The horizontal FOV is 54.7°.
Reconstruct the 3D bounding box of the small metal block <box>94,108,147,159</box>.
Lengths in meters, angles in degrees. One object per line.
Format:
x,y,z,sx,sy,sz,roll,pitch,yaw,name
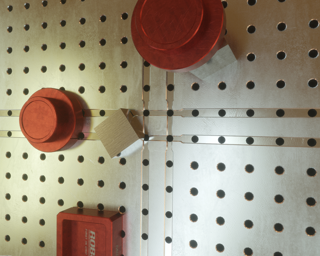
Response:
-0.056,0.007,0.432,0.050,0.025,0.050,-36,79,16,small metal block

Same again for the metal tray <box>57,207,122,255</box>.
-0.102,0.186,0.445,0.090,0.030,0.129,0,90,20,metal tray

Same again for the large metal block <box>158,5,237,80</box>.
0.045,-0.110,0.367,0.050,0.080,0.080,-29,81,18,large metal block

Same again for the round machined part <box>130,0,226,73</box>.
0.014,-0.108,0.313,0.098,0.042,0.097,0,90,20,round machined part

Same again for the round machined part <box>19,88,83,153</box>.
-0.169,-0.012,0.463,0.098,0.042,0.097,0,90,20,round machined part
